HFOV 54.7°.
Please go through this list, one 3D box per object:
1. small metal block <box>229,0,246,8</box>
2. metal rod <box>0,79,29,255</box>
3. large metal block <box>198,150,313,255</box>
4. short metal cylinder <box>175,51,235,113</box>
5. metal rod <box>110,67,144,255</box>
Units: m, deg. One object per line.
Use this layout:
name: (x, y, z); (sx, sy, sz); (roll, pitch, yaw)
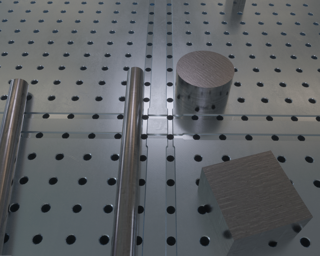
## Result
small metal block: (0.157, -0.280, 0.628); (0.025, 0.050, 0.050); (-4, 50, -3)
metal rod: (-0.184, 0.049, 0.364); (0.025, 0.025, 0.300); (-7, 50, -6)
large metal block: (0.094, 0.078, 0.326); (0.081, 0.050, 0.080); (-12, 51, -10)
short metal cylinder: (0.063, -0.067, 0.448); (0.081, 0.050, 0.080); (0, 50, 0)
metal rod: (-0.037, 0.030, 0.381); (0.025, 0.025, 0.300); (0, 50, 0)
